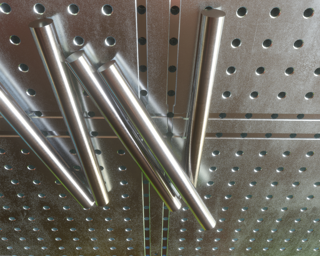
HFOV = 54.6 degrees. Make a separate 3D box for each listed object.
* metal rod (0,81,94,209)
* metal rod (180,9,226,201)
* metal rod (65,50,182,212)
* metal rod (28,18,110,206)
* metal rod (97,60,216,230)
[{"bbox_3d":[-0.170,0.016,0.423,0.025,0.025,0.299,-15,129,13],"label":"metal rod"},{"bbox_3d":[0.049,-0.002,0.409,0.025,0.025,0.298,1,130,-1],"label":"metal rod"},{"bbox_3d":[-0.035,0.025,0.432,0.025,0.025,0.299,-18,128,15],"label":"metal rod"},{"bbox_3d":[-0.109,0.005,0.414,0.025,0.025,0.298,-4,130,3],"label":"metal rod"},{"bbox_3d":[0.008,0.041,0.423,0.025,0.025,0.299,-22,120,17],"label":"metal rod"}]
